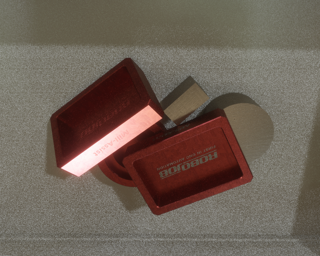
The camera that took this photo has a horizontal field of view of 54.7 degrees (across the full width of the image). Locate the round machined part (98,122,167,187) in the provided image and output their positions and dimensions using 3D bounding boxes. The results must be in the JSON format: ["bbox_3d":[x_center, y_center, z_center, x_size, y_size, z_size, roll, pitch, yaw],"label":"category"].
[{"bbox_3d":[-0.033,0.026,0.411,0.099,0.042,0.097,0,110,-1],"label":"round machined part"}]

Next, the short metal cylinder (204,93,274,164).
[{"bbox_3d":[0.097,0.000,0.397,0.081,0.050,0.079,0,110,-1],"label":"short metal cylinder"}]

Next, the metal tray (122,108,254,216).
[{"bbox_3d":[0.033,0.043,0.372,0.130,0.030,0.090,-24,108,12],"label":"metal tray"}]

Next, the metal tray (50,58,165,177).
[{"bbox_3d":[-0.068,-0.014,0.367,0.130,0.090,0.030,-35,138,11],"label":"metal tray"}]

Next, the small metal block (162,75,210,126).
[{"bbox_3d":[0.030,-0.035,0.383,0.050,0.050,0.025,-41,105,12],"label":"small metal block"}]
